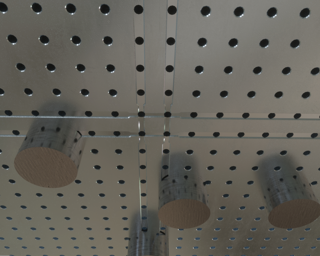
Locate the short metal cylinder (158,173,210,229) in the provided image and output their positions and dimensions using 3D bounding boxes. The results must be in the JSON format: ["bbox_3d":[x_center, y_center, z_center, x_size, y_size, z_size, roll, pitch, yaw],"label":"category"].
[{"bbox_3d":[0.037,0.118,0.496,0.081,0.050,0.079,0,130,0],"label":"short metal cylinder"}]

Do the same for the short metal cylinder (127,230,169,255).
[{"bbox_3d":[-0.023,0.244,0.603,0.081,0.050,0.079,-1,130,0],"label":"short metal cylinder"}]

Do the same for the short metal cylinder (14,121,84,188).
[{"bbox_3d":[-0.149,0.037,0.425,0.081,0.050,0.079,0,130,0],"label":"short metal cylinder"}]

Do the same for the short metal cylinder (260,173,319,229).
[{"bbox_3d":[0.209,0.118,0.499,0.081,0.050,0.079,0,130,0],"label":"short metal cylinder"}]
